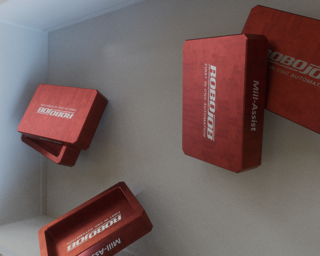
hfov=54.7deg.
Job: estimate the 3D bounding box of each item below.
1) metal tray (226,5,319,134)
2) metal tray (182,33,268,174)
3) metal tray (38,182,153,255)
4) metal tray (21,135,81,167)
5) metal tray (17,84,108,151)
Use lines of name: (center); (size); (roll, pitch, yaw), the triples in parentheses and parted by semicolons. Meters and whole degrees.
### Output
metal tray: (0.132, -0.055, 0.295); (0.130, 0.030, 0.089); (33, 110, 35)
metal tray: (0.063, -0.028, 0.324); (0.090, 0.030, 0.129); (16, 109, 54)
metal tray: (-0.085, 0.130, 0.397); (0.090, 0.131, 0.030); (34, 150, 60)
metal tray: (-0.181, 0.003, 0.537); (0.130, 0.030, 0.090); (20, 87, 38)
metal tray: (-0.156, -0.021, 0.494); (0.130, 0.030, 0.090); (9, 70, 28)
